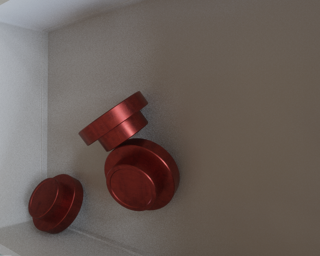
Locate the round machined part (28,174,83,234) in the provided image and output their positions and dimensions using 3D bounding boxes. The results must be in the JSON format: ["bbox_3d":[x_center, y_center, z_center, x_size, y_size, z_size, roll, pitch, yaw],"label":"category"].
[{"bbox_3d":[-0.180,0.122,0.518,0.098,0.042,0.098,-19,51,26],"label":"round machined part"}]

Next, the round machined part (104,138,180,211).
[{"bbox_3d":[-0.028,0.066,0.393,0.098,0.042,0.097,9,117,19],"label":"round machined part"}]

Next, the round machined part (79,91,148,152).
[{"bbox_3d":[-0.055,-0.004,0.412,0.098,0.098,0.042,-31,97,36],"label":"round machined part"}]
